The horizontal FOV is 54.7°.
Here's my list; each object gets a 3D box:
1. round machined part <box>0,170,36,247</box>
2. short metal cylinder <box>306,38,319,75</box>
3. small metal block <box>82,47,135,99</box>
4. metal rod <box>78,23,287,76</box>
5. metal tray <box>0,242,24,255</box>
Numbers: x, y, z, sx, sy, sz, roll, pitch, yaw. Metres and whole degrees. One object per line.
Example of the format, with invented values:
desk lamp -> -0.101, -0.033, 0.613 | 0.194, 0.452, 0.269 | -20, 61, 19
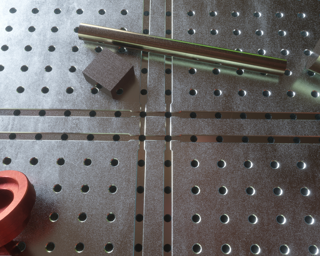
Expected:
round machined part -> -0.188, 0.096, 0.349 | 0.098, 0.042, 0.098 | -10, 34, 7
short metal cylinder -> 0.246, -0.107, 0.425 | 0.050, 0.080, 0.080 | 27, 72, 9
small metal block -> -0.072, -0.078, 0.439 | 0.050, 0.025, 0.050 | 35, 73, 11
metal rod -> 0.030, -0.116, 0.454 | 0.302, 0.025, 0.025 | 11, 70, 3
metal tray -> -0.170, 0.201, 0.334 | 0.090, 0.030, 0.130 | -40, 75, -14
